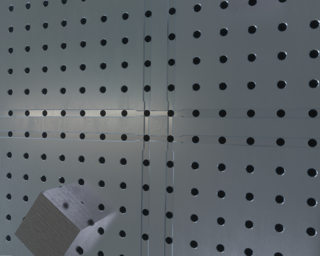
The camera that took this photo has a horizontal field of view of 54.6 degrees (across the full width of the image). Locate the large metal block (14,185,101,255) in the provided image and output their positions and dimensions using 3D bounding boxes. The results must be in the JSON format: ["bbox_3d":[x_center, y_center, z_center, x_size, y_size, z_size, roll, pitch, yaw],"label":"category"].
[{"bbox_3d":[-0.149,0.145,0.453,0.080,0.050,0.080,38,102,16],"label":"large metal block"}]
